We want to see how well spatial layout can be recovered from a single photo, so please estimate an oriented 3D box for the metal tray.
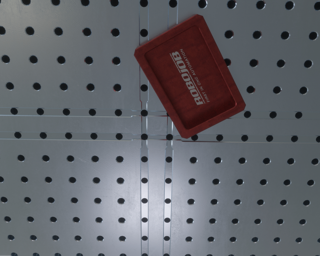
[{"bbox_3d":[0.038,-0.062,0.388,0.090,0.030,0.130,-28,108,9],"label":"metal tray"}]
